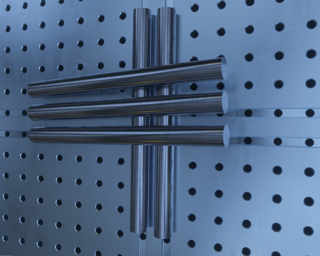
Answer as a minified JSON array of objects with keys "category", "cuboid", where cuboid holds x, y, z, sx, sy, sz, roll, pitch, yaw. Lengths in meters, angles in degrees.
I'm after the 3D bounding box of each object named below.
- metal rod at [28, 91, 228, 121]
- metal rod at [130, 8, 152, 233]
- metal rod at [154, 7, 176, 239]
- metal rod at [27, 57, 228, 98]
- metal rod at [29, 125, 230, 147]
[{"category":"metal rod","cuboid":[-0.061,-0.026,0.411,0.300,0.025,0.025,-1,90,27]},{"category":"metal rod","cuboid":[-0.026,-0.010,0.421,0.025,0.025,0.298,1,90,19]},{"category":"metal rod","cuboid":[0.007,-0.006,0.410,0.025,0.025,0.298,1,90,19]},{"category":"metal rod","cuboid":[-0.062,-0.062,0.411,0.300,0.025,0.025,-2,90,27]},{"category":"metal rod","cuboid":[-0.060,0.010,0.410,0.300,0.025,0.025,0,90,28]}]
